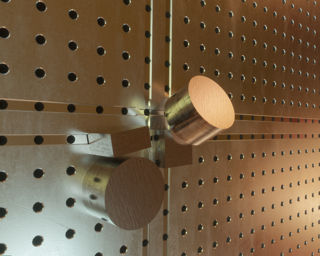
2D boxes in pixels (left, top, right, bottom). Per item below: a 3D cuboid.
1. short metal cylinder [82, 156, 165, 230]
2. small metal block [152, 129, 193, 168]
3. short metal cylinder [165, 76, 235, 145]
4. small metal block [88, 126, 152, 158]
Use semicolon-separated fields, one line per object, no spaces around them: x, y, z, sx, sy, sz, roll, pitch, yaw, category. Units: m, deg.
-0.041;0.072;0.358;0.081;0.050;0.079;0;90;-40;short metal cylinder
0.017;0.026;0.424;0.050;0.025;0.050;-2;92;-40;small metal block
0.053;-0.023;0.417;0.080;0.050;0.080;22;50;-29;short metal cylinder
-0.046;0.014;0.354;0.050;0.050;0.025;-13;99;-39;small metal block
